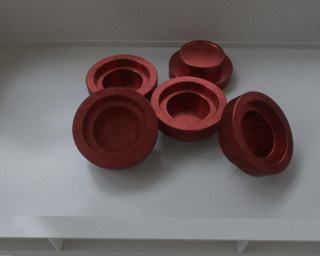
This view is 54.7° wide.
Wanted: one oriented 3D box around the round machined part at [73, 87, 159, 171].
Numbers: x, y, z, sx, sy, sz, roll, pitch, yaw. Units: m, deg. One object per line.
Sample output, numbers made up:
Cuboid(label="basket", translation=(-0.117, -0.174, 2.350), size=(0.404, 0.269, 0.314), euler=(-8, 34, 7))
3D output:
Cuboid(label="round machined part", translation=(-0.051, 0.003, 0.375), size=(0.099, 0.042, 0.098), euler=(0, 75, -1))

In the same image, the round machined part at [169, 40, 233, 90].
Cuboid(label="round machined part", translation=(0.063, -0.099, 0.477), size=(0.099, 0.042, 0.098), euler=(0, 50, 0))

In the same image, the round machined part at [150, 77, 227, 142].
Cuboid(label="round machined part", translation=(0.037, -0.021, 0.412), size=(0.099, 0.042, 0.098), euler=(0, 50, 0))

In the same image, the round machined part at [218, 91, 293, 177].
Cuboid(label="round machined part", translation=(0.108, 0.009, 0.366), size=(0.099, 0.042, 0.098), euler=(11, 68, -30))

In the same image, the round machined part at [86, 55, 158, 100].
Cuboid(label="round machined part", translation=(-0.052, -0.058, 0.443), size=(0.099, 0.042, 0.098), euler=(0, 50, 0))
